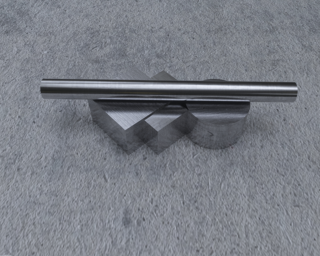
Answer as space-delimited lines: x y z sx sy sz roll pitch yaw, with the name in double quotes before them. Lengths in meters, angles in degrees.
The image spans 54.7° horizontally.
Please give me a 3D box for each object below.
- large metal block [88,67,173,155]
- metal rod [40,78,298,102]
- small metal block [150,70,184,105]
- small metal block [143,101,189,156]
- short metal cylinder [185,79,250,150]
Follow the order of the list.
"large metal block" -0.037 -0.025 0.407 0.080 0.050 0.080 -35 58 -26
"metal rod" 0.010 -0.045 0.376 0.302 0.025 0.025 1 50 0
"small metal block" 0.012 -0.043 0.425 0.025 0.050 0.050 -35 59 -26
"small metal block" 0.007 0.000 0.390 0.050 0.050 0.025 -35 59 -26
"short metal cylinder" 0.072 -0.019 0.404 0.081 0.050 0.080 0 50 0
